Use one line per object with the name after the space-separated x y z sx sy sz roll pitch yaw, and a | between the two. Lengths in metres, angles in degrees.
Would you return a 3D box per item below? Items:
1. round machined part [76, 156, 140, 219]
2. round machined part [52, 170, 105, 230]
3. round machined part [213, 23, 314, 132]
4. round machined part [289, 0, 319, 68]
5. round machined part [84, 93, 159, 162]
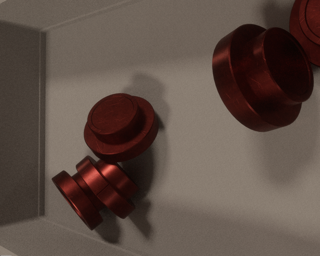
-0.065 0.073 0.424 0.042 0.098 0.098 -42 59 -8 | round machined part
-0.116 0.102 0.468 0.098 0.042 0.097 41 154 25 | round machined part
0.097 -0.049 0.274 0.042 0.099 0.098 -25 74 52 | round machined part
0.159 -0.098 0.262 0.098 0.042 0.097 0 90 41 | round machined part
-0.054 -0.007 0.404 0.098 0.042 0.098 -10 50 12 | round machined part
